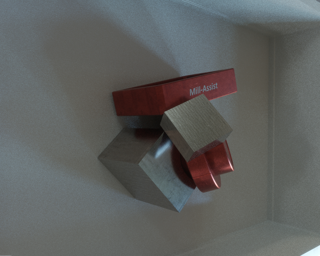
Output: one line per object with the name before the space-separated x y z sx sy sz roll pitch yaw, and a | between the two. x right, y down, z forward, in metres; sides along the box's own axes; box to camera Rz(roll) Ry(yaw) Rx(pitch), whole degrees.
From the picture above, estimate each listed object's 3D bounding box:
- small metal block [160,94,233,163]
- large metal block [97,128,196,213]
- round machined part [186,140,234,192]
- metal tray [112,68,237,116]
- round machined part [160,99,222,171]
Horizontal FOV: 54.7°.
small metal block | 0.036 -0.001 0.317 0.050 0.025 0.050 -27 69 -24
large metal block | -0.012 0.046 0.361 0.050 0.080 0.080 -52 121 -28
round machined part | 0.058 0.024 0.369 0.098 0.042 0.097 -19 90 -76
metal tray | 0.020 -0.045 0.380 0.131 0.090 0.030 -19 103 -39
round machined part | 0.038 0.009 0.430 0.099 0.042 0.097 0 90 -40
